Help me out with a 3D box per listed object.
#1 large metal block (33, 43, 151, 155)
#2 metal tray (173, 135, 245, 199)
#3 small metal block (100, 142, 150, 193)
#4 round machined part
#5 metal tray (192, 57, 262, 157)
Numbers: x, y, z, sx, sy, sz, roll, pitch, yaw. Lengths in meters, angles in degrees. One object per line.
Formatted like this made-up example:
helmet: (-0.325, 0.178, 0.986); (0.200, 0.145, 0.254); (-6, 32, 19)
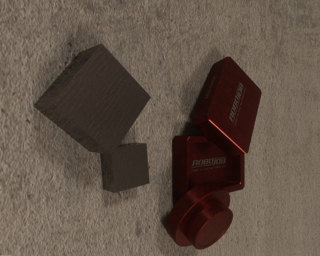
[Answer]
large metal block: (-0.069, -0.029, 0.332); (0.080, 0.050, 0.080); (46, 62, -30)
metal tray: (0.077, 0.055, 0.468); (0.131, 0.030, 0.089); (-1, 91, -40)
small metal block: (-0.042, 0.046, 0.372); (0.050, 0.025, 0.050); (-7, 95, -40)
round machined part: (0.060, 0.124, 0.420); (0.099, 0.042, 0.097); (-22, 132, -27)
metal tray: (0.105, -0.033, 0.467); (0.090, 0.030, 0.130); (40, 54, -23)
